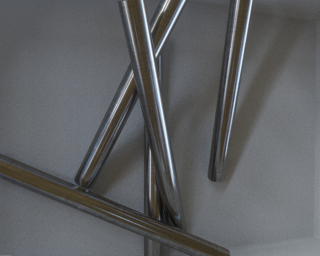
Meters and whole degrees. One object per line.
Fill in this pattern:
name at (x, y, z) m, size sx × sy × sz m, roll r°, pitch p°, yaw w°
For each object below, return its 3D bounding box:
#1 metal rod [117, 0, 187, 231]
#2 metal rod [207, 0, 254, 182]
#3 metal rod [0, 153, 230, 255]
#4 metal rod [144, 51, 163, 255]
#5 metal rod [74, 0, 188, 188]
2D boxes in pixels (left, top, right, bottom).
metal rod at (-0.001, 0.012, 0.350) m, size 0.025 × 0.025 × 0.298 m, roll -22°, pitch 120°, yaw -19°
metal rod at (0.086, -0.063, 0.375) m, size 0.025 × 0.025 × 0.298 m, roll -8°, pitch 118°, yaw -20°
metal rod at (-0.050, 0.104, 0.372) m, size 0.301 × 0.025 × 0.025 m, roll 26°, pitch 81°, yaw -11°
metal rod at (-0.008, 0.022, 0.407) m, size 0.025 × 0.025 × 0.298 m, roll 0°, pitch 90°, yaw -20°
metal rod at (-0.024, -0.060, 0.338) m, size 0.025 × 0.025 × 0.298 m, roll 23°, pitch 107°, yaw -19°
